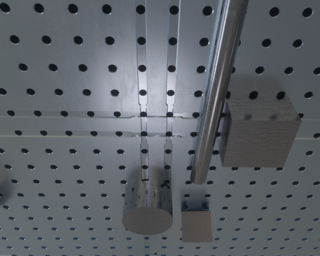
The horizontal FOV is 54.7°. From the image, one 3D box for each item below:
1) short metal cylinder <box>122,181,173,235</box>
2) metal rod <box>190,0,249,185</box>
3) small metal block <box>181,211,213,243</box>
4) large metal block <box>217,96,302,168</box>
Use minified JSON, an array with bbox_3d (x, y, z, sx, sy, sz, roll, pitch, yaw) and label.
[{"bbox_3d":[-0.020,0.132,0.507,0.081,0.050,0.079,0,130,0],"label":"short metal cylinder"},{"bbox_3d":[0.068,-0.035,0.381,0.025,0.025,0.298,2,130,-2],"label":"metal rod"},{"bbox_3d":[0.063,0.172,0.538,0.050,0.050,0.025,-1,156,1],"label":"small metal block"},{"bbox_3d":[0.123,0.005,0.401,0.081,0.050,0.079,1,130,-1],"label":"large metal block"}]
